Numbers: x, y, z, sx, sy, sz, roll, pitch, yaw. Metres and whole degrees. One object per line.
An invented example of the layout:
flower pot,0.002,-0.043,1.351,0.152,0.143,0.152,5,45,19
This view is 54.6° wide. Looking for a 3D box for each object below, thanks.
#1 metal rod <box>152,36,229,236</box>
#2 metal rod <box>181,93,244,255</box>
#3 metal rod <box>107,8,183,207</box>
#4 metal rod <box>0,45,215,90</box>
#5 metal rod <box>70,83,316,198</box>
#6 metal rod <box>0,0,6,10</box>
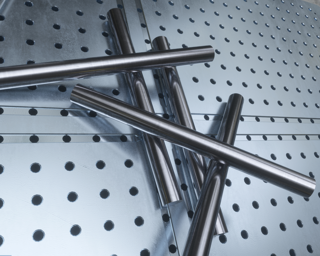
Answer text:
metal rod,0.034,-0.005,0.428,0.025,0.025,0.299,-1,62,-28
metal rod,0.075,0.044,0.392,0.025,0.025,0.301,34,42,-6
metal rod,-0.027,-0.043,0.419,0.025,0.025,0.299,-4,64,-30
metal rod,-0.061,-0.080,0.397,0.302,0.025,0.025,-12,68,-24
metal rod,0.036,0.014,0.371,0.301,0.025,0.025,22,52,3
metal rod,-0.218,-0.101,0.351,0.025,0.025,0.300,18,55,-18
